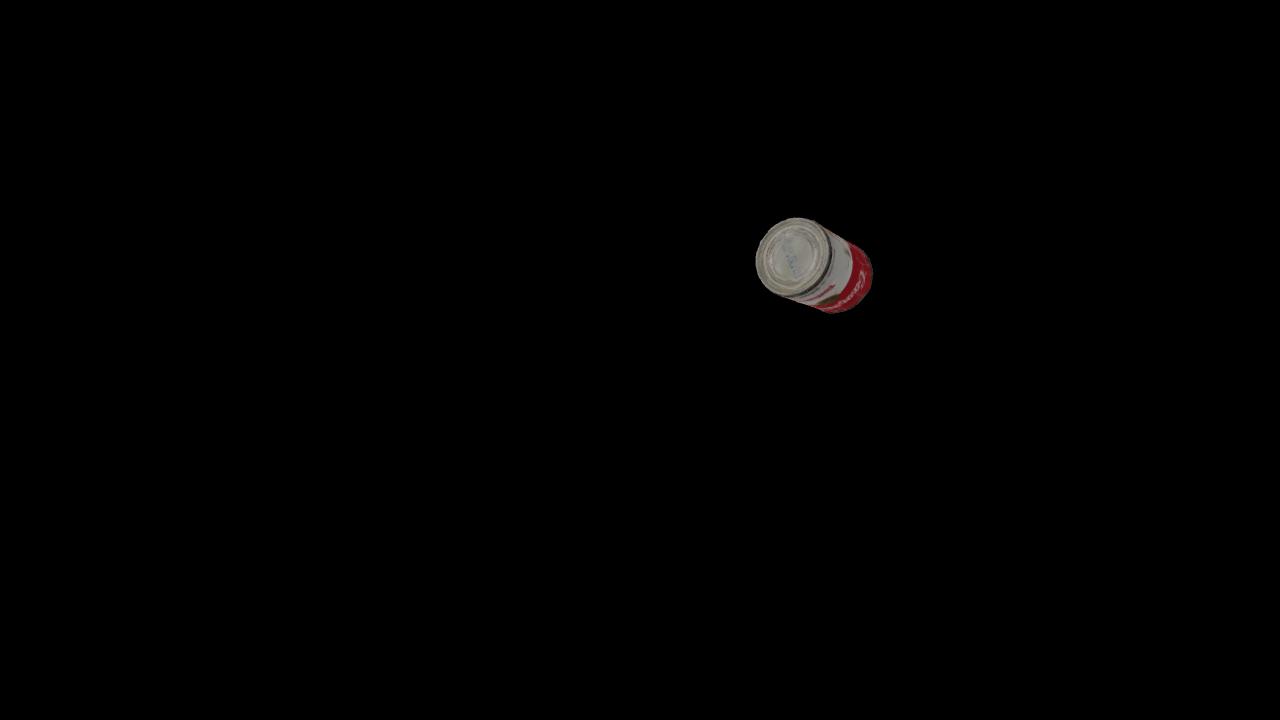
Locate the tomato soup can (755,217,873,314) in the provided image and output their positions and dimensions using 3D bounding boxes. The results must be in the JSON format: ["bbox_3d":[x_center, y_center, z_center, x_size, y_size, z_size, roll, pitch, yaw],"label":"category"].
[{"bbox_3d":[0.154,-0.081,0.539,0.068,0.068,0.101,0,-5,39],"label":"tomato soup can"}]
